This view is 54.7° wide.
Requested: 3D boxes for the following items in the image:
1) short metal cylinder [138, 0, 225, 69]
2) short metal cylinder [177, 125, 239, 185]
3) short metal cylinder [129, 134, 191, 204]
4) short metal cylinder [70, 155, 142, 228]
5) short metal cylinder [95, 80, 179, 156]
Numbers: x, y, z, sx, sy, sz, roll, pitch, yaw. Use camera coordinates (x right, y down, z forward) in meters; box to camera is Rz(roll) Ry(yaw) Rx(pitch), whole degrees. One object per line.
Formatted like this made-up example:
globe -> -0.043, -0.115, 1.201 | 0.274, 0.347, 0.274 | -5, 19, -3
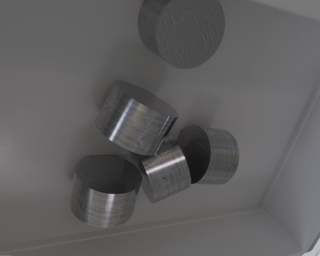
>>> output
short metal cylinder -> 0.022, -0.110, 0.336 | 0.081, 0.050, 0.079 | -14, 124, -21
short metal cylinder -> 0.062, 0.038, 0.430 | 0.050, 0.080, 0.079 | 8, 114, -32
short metal cylinder -> -0.002, 0.051, 0.404 | 0.050, 0.080, 0.080 | -21, 127, -16
short metal cylinder -> -0.067, 0.076, 0.383 | 0.081, 0.080, 0.050 | 1, 118, -29
short metal cylinder -> -0.026, -0.012, 0.351 | 0.080, 0.080, 0.050 | 19, 108, -36
